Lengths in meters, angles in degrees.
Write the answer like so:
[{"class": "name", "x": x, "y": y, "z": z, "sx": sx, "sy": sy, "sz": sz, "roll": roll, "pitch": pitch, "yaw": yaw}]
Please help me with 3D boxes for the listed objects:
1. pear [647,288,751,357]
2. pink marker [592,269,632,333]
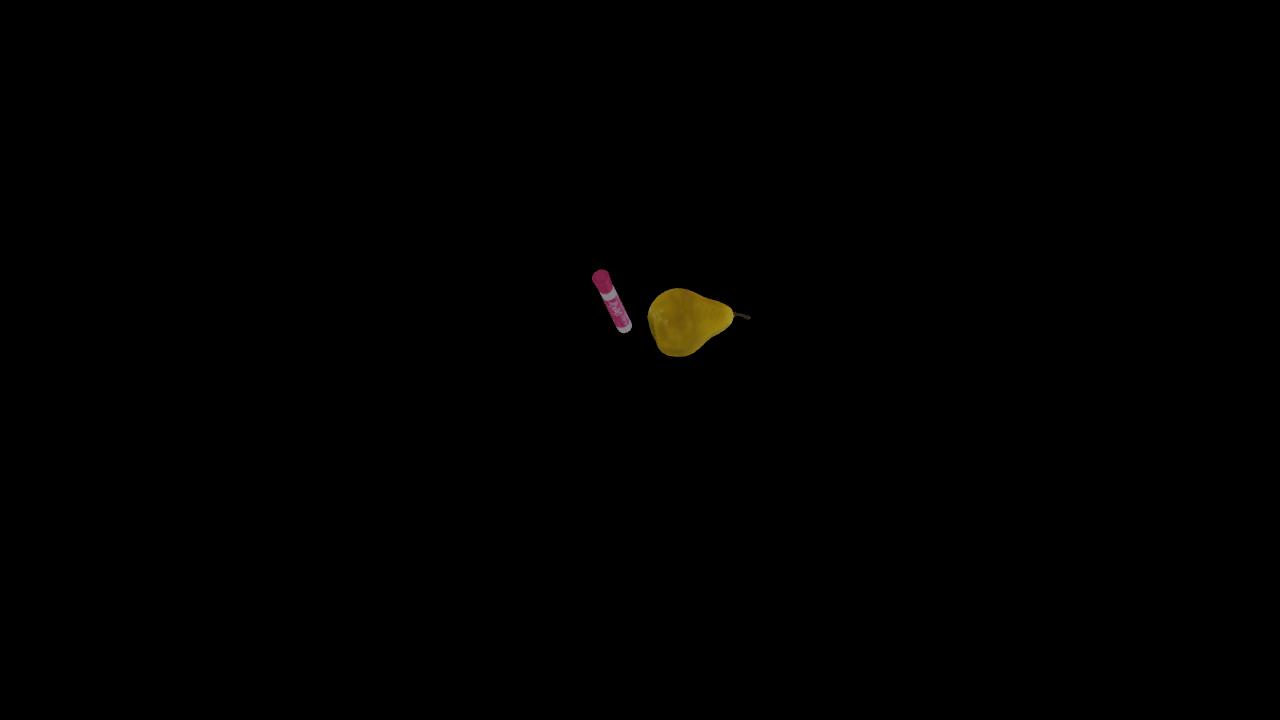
[{"class": "pear", "x": 0.067, "y": -0.050, "z": 0.702, "sx": 0.111, "sy": 0.080, "sz": 0.080, "roll": -17, "pitch": 2, "yaw": -6}, {"class": "pink marker", "x": -0.031, "y": -0.065, "z": 0.693, "sx": 0.020, "sy": 0.020, "sz": 0.121, "roll": 0, "pitch": -24, "yaw": 13}]
